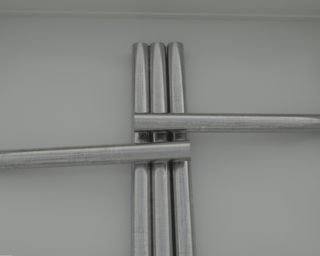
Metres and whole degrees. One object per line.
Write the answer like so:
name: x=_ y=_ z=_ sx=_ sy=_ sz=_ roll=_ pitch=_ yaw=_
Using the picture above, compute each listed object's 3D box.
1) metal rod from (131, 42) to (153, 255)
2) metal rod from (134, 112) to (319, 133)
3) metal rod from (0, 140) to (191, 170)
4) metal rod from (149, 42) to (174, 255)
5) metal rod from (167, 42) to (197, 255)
metal rod: x=-0.024 y=0.023 z=0.400 sx=0.025 sy=0.025 sz=0.299 roll=-1 pitch=70 yaw=-1
metal rod: x=0.119 y=-0.006 z=0.394 sx=0.302 sy=0.025 sz=0.025 roll=0 pitch=70 yaw=-7
metal rod: x=-0.114 y=0.035 z=0.377 sx=0.302 sy=0.025 sz=0.025 roll=-3 pitch=70 yaw=5
metal rod: x=0.000 y=0.022 z=0.400 sx=0.025 sy=0.025 sz=0.299 roll=-1 pitch=70 yaw=-1
metal rod: x=0.026 y=0.022 z=0.401 sx=0.025 sy=0.025 sz=0.299 roll=-1 pitch=70 yaw=-1
